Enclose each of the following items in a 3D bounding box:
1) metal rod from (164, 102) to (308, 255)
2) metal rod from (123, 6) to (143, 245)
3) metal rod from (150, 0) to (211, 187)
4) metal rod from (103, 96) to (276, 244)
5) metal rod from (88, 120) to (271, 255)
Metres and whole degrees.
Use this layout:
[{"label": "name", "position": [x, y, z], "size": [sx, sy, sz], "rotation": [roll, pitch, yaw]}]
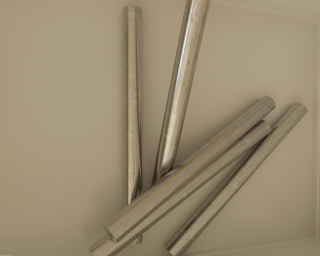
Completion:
[{"label": "metal rod", "position": [0.120, 0.069, 0.456], "size": [0.301, 0.025, 0.025], "rotation": [-44, 104, -15]}, {"label": "metal rod", "position": [-0.035, -0.003, 0.398], "size": [0.025, 0.025, 0.298], "rotation": [0, 90, -20]}, {"label": "metal rod", "position": [0.025, -0.054, 0.356], "size": [0.025, 0.025, 0.298], "rotation": [2, 114, -20]}, {"label": "metal rod", "position": [0.056, 0.039, 0.406], "size": [0.302, 0.025, 0.025], "rotation": [-35, 102, -27]}, {"label": "metal rod", "position": [0.042, 0.072, 0.410], "size": [0.302, 0.025, 0.025], "rotation": [-33, 101, -24]}]
